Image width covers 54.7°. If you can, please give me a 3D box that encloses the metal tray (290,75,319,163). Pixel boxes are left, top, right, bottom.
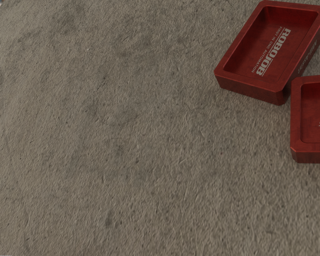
[{"bbox_3d":[0.199,-0.011,0.302,0.130,0.030,0.090,-2,61,27],"label":"metal tray"}]

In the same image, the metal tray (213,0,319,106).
[{"bbox_3d":[0.139,-0.099,0.387,0.090,0.030,0.130,25,75,36],"label":"metal tray"}]
